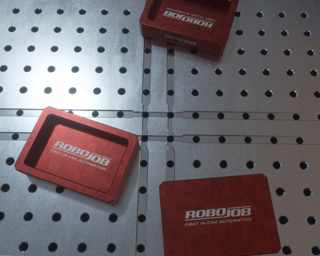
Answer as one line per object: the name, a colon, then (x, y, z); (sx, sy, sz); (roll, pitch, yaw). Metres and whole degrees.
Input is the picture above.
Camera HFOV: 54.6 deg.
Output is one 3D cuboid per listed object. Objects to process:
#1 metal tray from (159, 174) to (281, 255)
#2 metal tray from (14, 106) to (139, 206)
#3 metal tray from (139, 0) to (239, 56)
metal tray: (0.067, 0.106, 0.371); (0.131, 0.030, 0.090); (-4, 70, -2)
metal tray: (-0.102, 0.034, 0.396); (0.130, 0.030, 0.090); (18, 71, 6)
metal tray: (0.044, -0.170, 0.471); (0.130, 0.030, 0.090); (17, 71, 6)
